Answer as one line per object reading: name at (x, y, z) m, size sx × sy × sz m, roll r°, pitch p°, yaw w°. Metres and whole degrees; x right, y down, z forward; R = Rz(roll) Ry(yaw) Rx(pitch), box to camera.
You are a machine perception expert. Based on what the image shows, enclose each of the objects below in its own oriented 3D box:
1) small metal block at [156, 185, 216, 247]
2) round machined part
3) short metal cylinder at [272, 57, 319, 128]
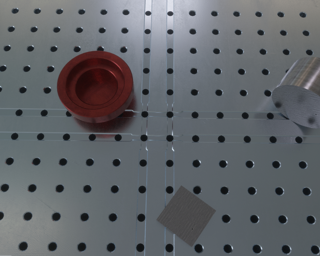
small metal block at (0.031, 0.106, 0.373) m, size 0.050 × 0.025 × 0.050 m, roll 35°, pitch 74°, yaw 12°
round machined part at (-0.084, -0.052, 0.421) m, size 0.099 × 0.042 × 0.098 m, roll 0°, pitch 70°, yaw 0°
short metal cylinder at (0.195, -0.045, 0.400) m, size 0.080 × 0.080 × 0.050 m, roll 36°, pitch 74°, yaw 12°
